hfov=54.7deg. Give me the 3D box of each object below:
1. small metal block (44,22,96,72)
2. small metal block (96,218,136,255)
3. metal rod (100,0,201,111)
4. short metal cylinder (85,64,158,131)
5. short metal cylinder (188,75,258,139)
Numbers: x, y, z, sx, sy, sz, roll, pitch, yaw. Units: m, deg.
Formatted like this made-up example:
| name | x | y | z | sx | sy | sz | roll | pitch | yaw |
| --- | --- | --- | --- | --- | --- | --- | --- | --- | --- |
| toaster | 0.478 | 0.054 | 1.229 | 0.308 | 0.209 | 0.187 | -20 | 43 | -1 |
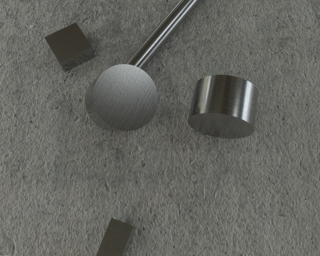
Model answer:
| name | x | y | z | sx | sy | sz | roll | pitch | yaw |
| --- | --- | --- | --- | --- | --- | --- | --- | --- | --- |
| small metal block | -0.130 | -0.117 | 0.449 | 0.050 | 0.025 | 0.050 | -30 | 73 | -11 |
| small metal block | -0.049 | 0.131 | 0.346 | 0.025 | 0.050 | 0.050 | 19 | 71 | 6 |
| metal rod | 0.000 | -0.136 | 0.457 | 0.025 | 0.025 | 0.300 | 34 | 73 | 11 |
| short metal cylinder | -0.049 | -0.035 | 0.390 | 0.081 | 0.050 | 0.080 | 1 | 88 | -24 |
| short metal cylinder | 0.079 | -0.024 | 0.389 | 0.080 | 0.080 | 0.050 | 12 | 71 | 4 |
